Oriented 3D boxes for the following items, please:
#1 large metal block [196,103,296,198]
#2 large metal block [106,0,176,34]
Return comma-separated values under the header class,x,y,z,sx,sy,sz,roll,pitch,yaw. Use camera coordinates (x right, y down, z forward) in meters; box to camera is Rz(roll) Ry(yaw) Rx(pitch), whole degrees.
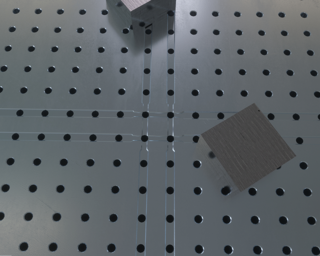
class,x,y,z,sx,sy,sz,roll,pitch,yaw
large metal block,0.104,0.029,0.389,0.080,0.050,0.080,-30,73,-10
large metal block,-0.031,-0.206,0.474,0.080,0.050,0.080,-34,74,-12
